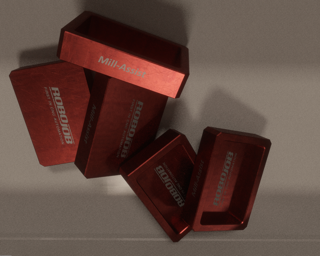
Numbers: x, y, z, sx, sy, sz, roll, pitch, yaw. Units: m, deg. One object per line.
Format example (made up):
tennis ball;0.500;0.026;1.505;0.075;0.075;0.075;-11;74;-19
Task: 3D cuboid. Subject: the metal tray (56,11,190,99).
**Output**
metal tray;-0.034;-0.084;0.342;0.131;0.090;0.030;18;122;-7

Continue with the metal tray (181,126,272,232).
metal tray;0.087;0.068;0.405;0.091;0.030;0.129;9;100;-28

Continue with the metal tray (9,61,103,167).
metal tray;-0.125;-0.020;0.400;0.091;0.030;0.129;-10;110;3

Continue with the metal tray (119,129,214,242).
metal tray;0.018;0.077;0.409;0.090;0.030;0.130;-38;117;-12

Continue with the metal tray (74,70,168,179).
metal tray;-0.045;-0.004;0.380;0.091;0.030;0.129;0;116;-42
